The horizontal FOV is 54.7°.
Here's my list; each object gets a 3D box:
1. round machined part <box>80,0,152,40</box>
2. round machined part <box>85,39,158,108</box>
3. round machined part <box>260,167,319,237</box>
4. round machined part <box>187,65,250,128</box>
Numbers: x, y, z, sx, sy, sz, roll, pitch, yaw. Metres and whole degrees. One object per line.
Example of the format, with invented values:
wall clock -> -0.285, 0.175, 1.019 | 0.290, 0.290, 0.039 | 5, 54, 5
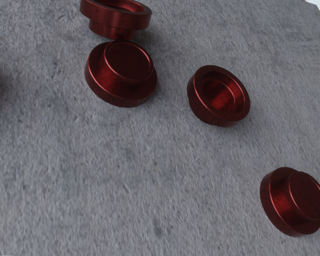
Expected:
round machined part -> -0.064, -0.157, 0.439 | 0.099, 0.042, 0.098 | 13, 32, -8
round machined part -> -0.047, -0.079, 0.417 | 0.099, 0.042, 0.098 | 14, 56, -21
round machined part -> 0.195, 0.100, 0.440 | 0.099, 0.042, 0.098 | 14, 56, -21
round machined part -> 0.083, -0.043, 0.466 | 0.099, 0.042, 0.098 | 14, 56, -21
